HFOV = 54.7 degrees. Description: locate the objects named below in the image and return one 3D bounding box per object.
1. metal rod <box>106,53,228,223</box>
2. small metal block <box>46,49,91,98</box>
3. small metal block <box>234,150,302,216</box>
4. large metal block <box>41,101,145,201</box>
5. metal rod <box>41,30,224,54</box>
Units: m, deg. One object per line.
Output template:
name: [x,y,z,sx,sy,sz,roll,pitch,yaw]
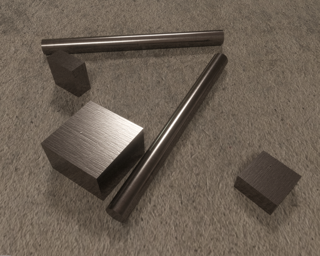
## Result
metal rod: [0.025,-0.009,0.410,0.025,0.025,0.301,23,53,18]
small metal block: [-0.132,-0.079,0.452,0.050,0.050,0.025,29,56,22]
small metal block: [0.122,0.061,0.353,0.050,0.025,0.050,-37,59,-27]
large metal block: [-0.075,0.024,0.366,0.080,0.050,0.080,27,55,20]
metal rod: [-0.043,-0.146,0.525,0.302,0.025,0.025,-4,50,-4]
